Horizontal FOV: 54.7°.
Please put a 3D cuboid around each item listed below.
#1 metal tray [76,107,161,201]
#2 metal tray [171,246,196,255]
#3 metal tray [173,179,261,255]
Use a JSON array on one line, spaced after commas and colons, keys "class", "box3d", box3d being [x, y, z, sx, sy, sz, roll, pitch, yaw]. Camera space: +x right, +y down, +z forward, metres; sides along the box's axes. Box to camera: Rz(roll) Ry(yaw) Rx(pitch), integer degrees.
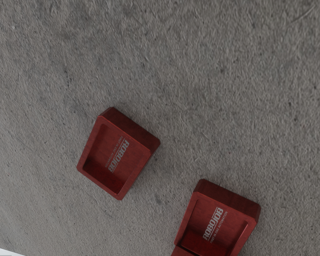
[{"class": "metal tray", "box3d": [-0.066, 0.042, 0.464, 0.090, 0.030, 0.129, 35, 129, 4]}, {"class": "metal tray", "box3d": [0.074, 0.237, 0.488, 0.130, 0.030, 0.090, 26, 154, 12]}, {"class": "metal tray", "box3d": [0.079, 0.144, 0.451, 0.090, 0.030, 0.129, 24, 127, 13]}]
